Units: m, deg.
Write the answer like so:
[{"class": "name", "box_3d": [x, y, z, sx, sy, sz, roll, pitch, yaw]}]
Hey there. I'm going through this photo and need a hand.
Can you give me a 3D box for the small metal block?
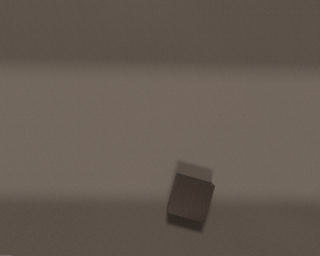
[{"class": "small metal block", "box_3d": [0.040, 0.092, 0.412, 0.050, 0.025, 0.050, 15, 90, -1]}]
